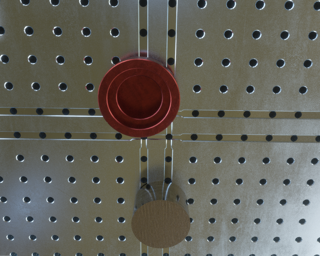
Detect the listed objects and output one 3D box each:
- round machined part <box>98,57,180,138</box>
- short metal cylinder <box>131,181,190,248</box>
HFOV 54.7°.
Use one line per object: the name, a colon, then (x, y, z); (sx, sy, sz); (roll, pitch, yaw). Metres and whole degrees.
round machined part: (-0.025, -0.041, 0.389); (0.099, 0.042, 0.097); (0, 110, 0)
short metal cylinder: (0.001, 0.124, 0.445); (0.081, 0.050, 0.079); (0, 110, 0)
